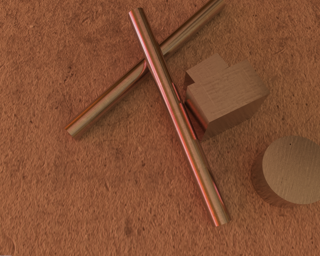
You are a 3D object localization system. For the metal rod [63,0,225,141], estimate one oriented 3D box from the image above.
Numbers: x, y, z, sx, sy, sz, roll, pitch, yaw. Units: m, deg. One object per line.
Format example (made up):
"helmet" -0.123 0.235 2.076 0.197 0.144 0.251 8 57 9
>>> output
"metal rod" -0.013 -0.093 0.442 0.025 0.025 0.301 42 75 13

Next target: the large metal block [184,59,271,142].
"large metal block" 0.079 -0.031 0.391 0.080 0.080 0.050 -25 72 -9

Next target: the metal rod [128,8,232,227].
"metal rod" 0.021 -0.023 0.399 0.025 0.025 0.299 -20 78 -7

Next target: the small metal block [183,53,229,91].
"small metal block" 0.061 -0.068 0.420 0.050 0.050 0.025 -32 74 -11

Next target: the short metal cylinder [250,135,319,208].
"short metal cylinder" 0.157 0.055 0.377 0.081 0.050 0.080 0 70 0
